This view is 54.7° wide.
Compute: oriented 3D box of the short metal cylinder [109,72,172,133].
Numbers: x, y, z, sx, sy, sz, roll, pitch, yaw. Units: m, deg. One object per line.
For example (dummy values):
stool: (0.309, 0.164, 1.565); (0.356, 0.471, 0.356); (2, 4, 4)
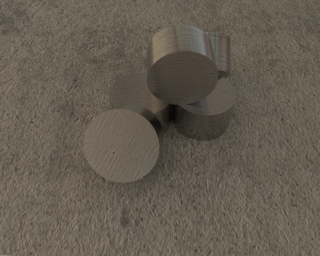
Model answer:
short metal cylinder: (-0.024, -0.029, 0.412); (0.081, 0.050, 0.080); (0, 50, 0)

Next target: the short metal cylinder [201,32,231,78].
short metal cylinder: (0.060, -0.100, 0.445); (0.081, 0.080, 0.050); (0, 88, 0)

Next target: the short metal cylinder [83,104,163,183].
short metal cylinder: (-0.038, 0.015, 0.347); (0.080, 0.079, 0.050); (6, 11, 4)

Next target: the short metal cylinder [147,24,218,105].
short metal cylinder: (0.025, -0.073, 0.366); (0.081, 0.080, 0.050); (-1, 50, -1)

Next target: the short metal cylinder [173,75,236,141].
short metal cylinder: (0.057, -0.030, 0.413); (0.081, 0.050, 0.080); (0, 50, 0)
